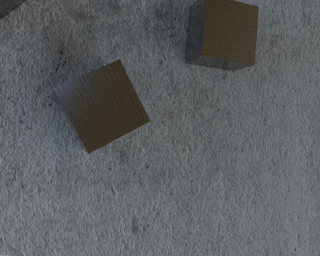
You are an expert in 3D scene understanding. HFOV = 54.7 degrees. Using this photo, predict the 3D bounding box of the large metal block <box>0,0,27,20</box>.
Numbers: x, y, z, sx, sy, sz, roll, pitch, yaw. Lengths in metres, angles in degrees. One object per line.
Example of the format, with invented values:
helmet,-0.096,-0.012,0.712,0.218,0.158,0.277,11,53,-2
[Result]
large metal block,-0.190,-0.162,0.325,0.080,0.050,0.080,-46,105,-14

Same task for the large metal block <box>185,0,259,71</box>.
large metal block,0.084,-0.127,0.426,0.081,0.050,0.080,5,89,-20

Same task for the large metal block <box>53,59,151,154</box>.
large metal block,-0.071,-0.025,0.370,0.080,0.050,0.080,-29,100,-18
